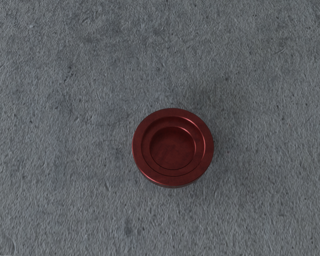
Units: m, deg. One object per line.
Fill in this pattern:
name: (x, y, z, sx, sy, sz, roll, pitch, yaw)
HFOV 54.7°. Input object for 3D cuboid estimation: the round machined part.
round machined part: (0.015, 0.027, 0.390, 0.099, 0.042, 0.098, 0, 70, -1)
